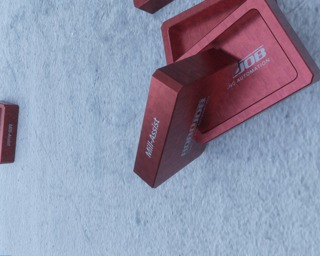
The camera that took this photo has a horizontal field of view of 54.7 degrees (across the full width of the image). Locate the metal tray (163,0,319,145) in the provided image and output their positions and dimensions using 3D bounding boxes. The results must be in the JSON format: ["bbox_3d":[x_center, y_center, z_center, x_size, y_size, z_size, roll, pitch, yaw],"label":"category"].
[{"bbox_3d":[0.071,-0.051,0.303,0.130,0.030,0.090,-35,79,38],"label":"metal tray"}]

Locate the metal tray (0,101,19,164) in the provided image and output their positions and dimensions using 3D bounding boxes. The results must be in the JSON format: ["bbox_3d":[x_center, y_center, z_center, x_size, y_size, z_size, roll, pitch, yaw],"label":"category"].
[{"bbox_3d":[-0.355,0.007,0.689,0.090,0.030,0.129,13,98,39],"label":"metal tray"}]

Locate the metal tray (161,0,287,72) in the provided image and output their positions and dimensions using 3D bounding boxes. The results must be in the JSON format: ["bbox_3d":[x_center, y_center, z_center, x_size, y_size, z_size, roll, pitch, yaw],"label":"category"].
[{"bbox_3d":[0.065,-0.097,0.346,0.130,0.030,0.090,-14,81,38],"label":"metal tray"}]

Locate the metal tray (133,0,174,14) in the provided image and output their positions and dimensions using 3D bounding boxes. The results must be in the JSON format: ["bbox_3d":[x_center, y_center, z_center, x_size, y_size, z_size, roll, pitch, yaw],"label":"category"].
[{"bbox_3d":[-0.003,-0.229,0.401,0.090,0.030,0.129,-19,78,38],"label":"metal tray"}]

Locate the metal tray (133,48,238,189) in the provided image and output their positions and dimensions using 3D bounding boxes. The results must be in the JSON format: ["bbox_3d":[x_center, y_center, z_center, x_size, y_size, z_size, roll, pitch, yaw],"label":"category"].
[{"bbox_3d":[0.023,-0.008,0.312,0.030,0.091,0.129,38,136,25],"label":"metal tray"}]
